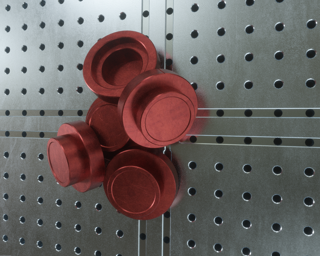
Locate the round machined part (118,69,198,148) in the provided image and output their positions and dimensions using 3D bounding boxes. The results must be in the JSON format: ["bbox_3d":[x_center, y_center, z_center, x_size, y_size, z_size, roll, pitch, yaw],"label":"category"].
[{"bbox_3d":[0.002,-0.018,0.371,0.098,0.099,0.042,-58,33,11],"label":"round machined part"}]

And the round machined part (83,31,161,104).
[{"bbox_3d":[-0.047,-0.075,0.407,0.098,0.042,0.098,-5,68,12],"label":"round machined part"}]

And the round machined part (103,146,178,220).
[{"bbox_3d":[-0.028,0.075,0.399,0.098,0.042,0.097,3,102,13],"label":"round machined part"}]

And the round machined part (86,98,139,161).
[{"bbox_3d":[-0.061,-0.003,0.423,0.098,0.042,0.097,0,90,19],"label":"round machined part"}]

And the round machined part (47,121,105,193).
[{"bbox_3d":[-0.119,0.041,0.419,0.098,0.042,0.097,20,117,45],"label":"round machined part"}]
